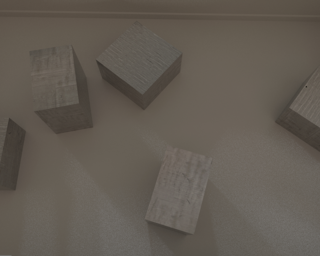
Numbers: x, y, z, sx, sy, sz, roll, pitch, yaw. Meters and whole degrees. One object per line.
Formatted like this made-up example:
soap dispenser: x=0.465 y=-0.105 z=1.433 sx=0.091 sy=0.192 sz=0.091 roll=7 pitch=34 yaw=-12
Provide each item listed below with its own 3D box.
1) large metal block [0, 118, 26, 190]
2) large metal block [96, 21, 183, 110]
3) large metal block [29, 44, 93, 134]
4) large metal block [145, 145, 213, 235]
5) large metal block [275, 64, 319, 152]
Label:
large metal block: x=-0.222 y=0.033 z=0.382 sx=0.081 sy=0.050 sz=0.080 roll=1 pitch=70 yaw=0
large metal block: x=-0.027 y=-0.086 z=0.427 sx=0.080 sy=0.050 sz=0.080 roll=38 pitch=74 yaw=12
large metal block: x=-0.124 y=-0.046 z=0.396 sx=0.050 sy=0.080 sz=0.080 roll=-11 pitch=71 yaw=-4
large metal block: x=0.020 y=0.074 z=0.354 sx=0.050 sy=0.080 sz=0.080 roll=16 pitch=71 yaw=5
large metal block: x=0.216 y=-0.023 z=0.407 sx=0.080 sy=0.050 sz=0.080 roll=37 pitch=74 yaw=12
